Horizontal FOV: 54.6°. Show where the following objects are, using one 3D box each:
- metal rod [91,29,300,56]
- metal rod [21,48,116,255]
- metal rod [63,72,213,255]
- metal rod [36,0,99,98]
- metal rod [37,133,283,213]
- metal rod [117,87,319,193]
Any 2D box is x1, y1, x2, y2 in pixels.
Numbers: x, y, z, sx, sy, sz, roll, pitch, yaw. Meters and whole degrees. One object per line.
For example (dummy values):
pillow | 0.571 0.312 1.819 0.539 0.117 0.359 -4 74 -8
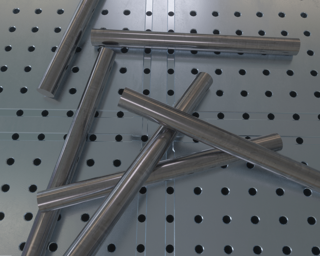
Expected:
metal rod | 0.051 -0.127 0.458 0.302 0.025 0.025 3 70 1
metal rod | -0.113 0.027 0.401 0.025 0.025 0.299 14 70 5
metal rod | -0.012 0.034 0.359 0.025 0.025 0.301 30 58 10
metal rod | -0.115 -0.183 0.477 0.025 0.025 0.300 16 71 6
metal rod | 0.009 0.051 0.379 0.302 0.025 0.025 -13 71 -10
metal rod | 0.094 0.023 0.370 0.301 0.025 0.025 23 71 -6
